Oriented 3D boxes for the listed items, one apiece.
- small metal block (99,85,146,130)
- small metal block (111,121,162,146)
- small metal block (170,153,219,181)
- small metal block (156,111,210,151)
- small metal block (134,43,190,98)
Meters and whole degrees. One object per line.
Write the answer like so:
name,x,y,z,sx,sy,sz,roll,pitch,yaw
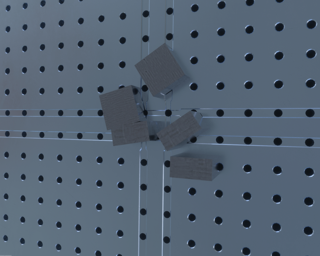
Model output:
small metal block,-0.051,-0.027,0.430,0.050,0.025,0.050,-15,85,19
small metal block,-0.029,0.007,0.409,0.050,0.050,0.025,-9,87,19
small metal block,0.044,0.047,0.383,0.050,0.050,0.025,2,91,19
small metal block,0.030,0.004,0.388,0.050,0.050,0.025,-34,79,16
small metal block,0.003,-0.075,0.411,0.050,0.025,0.050,-33,80,16
